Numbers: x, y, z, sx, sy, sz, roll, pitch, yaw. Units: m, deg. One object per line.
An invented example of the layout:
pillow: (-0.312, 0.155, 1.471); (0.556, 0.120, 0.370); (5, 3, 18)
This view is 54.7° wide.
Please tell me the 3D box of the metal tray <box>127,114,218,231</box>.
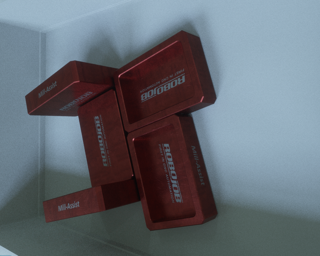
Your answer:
metal tray: (0.011, 0.057, 0.390); (0.090, 0.030, 0.129); (-22, 76, 37)

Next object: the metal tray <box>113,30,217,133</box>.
metal tray: (0.000, -0.054, 0.399); (0.130, 0.030, 0.090); (-22, 77, 37)

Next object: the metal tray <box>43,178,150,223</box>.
metal tray: (-0.089, 0.100, 0.431); (0.130, 0.091, 0.030); (-22, 77, 37)

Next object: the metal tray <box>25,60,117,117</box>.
metal tray: (-0.127, -0.053, 0.461); (0.130, 0.091, 0.030); (-23, 76, 37)

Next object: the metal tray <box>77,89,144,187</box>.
metal tray: (-0.073, 0.018, 0.458); (0.090, 0.030, 0.129); (-22, 76, 37)
